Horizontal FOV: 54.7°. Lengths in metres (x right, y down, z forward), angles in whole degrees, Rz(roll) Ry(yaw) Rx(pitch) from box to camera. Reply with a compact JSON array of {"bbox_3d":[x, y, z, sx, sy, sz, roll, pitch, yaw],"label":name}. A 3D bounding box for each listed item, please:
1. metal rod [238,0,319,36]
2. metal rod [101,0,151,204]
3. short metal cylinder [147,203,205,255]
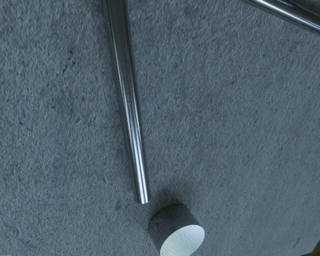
[{"bbox_3d":[0.193,-0.150,0.419,0.302,0.025,0.025,7,115,-32],"label":"metal rod"},{"bbox_3d":[-0.036,-0.022,0.373,0.025,0.025,0.298,-18,126,-18],"label":"metal rod"},{"bbox_3d":[0.026,0.173,0.512,0.081,0.050,0.079,-14,124,-21],"label":"short metal cylinder"}]
